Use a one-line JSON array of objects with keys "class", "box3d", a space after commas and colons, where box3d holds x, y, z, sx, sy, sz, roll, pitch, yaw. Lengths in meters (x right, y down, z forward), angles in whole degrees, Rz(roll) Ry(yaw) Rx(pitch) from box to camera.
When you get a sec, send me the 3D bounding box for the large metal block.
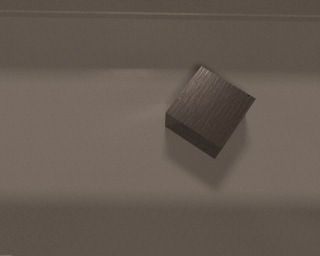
[{"class": "large metal block", "box3d": [0.063, -0.019, 0.404, 0.080, 0.050, 0.080, 34, 73, 11]}]
